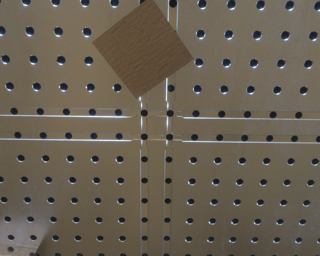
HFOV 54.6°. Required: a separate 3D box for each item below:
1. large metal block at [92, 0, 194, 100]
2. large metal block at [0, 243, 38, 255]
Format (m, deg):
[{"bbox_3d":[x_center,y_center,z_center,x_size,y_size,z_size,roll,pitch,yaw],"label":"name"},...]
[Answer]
[{"bbox_3d":[-0.018,-0.094,0.365,0.080,0.050,0.080,-34,107,11],"label":"large metal block"},{"bbox_3d":[-0.242,0.230,0.483,0.080,0.050,0.079,10,110,-4],"label":"large metal block"}]
